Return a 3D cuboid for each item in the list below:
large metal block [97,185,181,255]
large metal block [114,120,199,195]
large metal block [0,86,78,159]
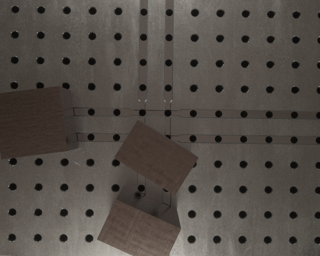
[{"bbox_3d":[-0.024,0.118,0.386,0.080,0.080,0.050,25,90,-1],"label":"large metal block"},{"bbox_3d":[-0.004,0.033,0.386,0.080,0.080,0.050,32,90,-1],"label":"large metal block"},{"bbox_3d":[-0.157,-0.007,0.399,0.081,0.050,0.079,-7,90,-1],"label":"large metal block"}]
